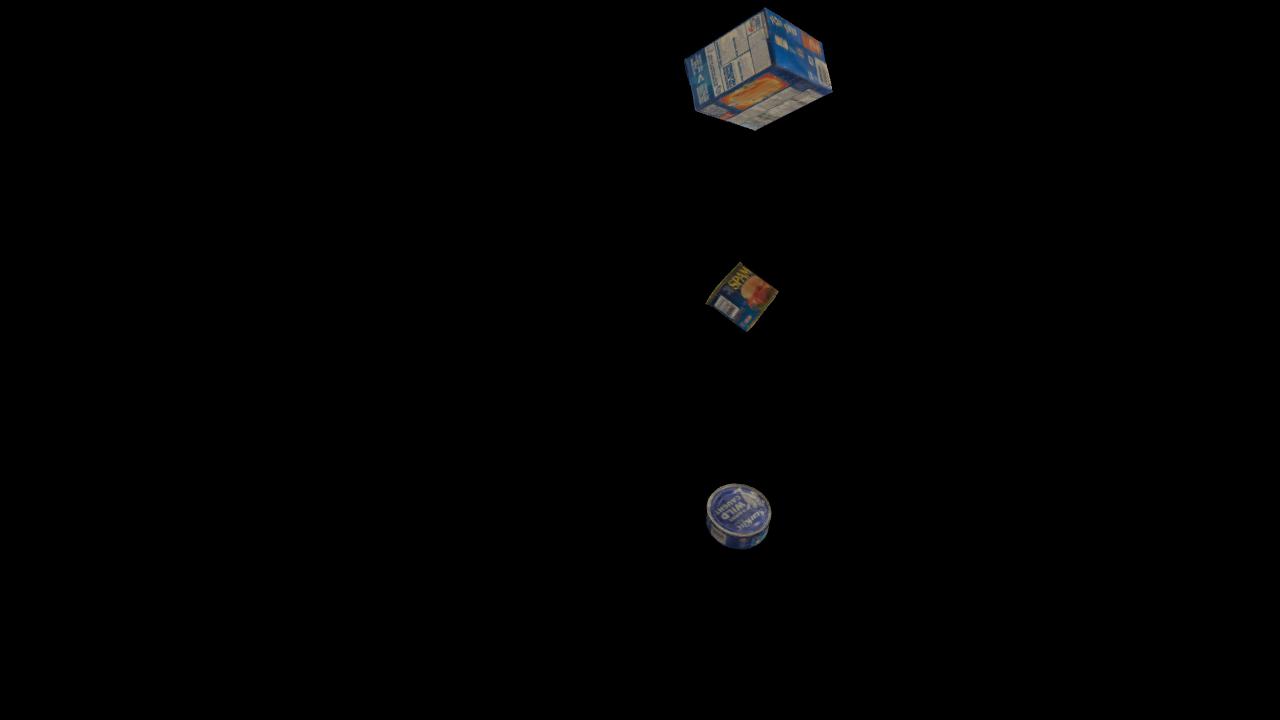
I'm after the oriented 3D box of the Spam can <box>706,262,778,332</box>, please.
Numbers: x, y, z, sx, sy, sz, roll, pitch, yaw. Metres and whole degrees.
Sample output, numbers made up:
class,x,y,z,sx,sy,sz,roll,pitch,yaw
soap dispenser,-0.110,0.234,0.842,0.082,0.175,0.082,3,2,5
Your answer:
class,x,y,z,sx,sy,sz,roll,pitch,yaw
Spam can,0.172,-0.105,1.026,0.101,0.085,0.058,-46,-9,-43

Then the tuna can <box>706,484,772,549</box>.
class,x,y,z,sx,sy,sz,roll,pitch,yaw
tuna can,0.129,0.206,0.812,0.084,0.034,0.084,-1,38,1

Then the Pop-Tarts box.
class,x,y,z,sx,sy,sz,roll,pitch,yaw
Pop-Tarts box,0.176,-0.418,0.905,0.141,0.083,0.167,-14,-4,43
